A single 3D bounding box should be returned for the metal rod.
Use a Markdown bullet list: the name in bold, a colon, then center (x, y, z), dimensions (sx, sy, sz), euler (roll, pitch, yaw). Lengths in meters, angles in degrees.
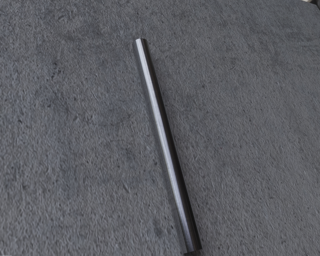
- **metal rod**: center (0.003, 0.005, 0.405), dimensions (0.025, 0.025, 0.299), euler (0, 62, -29)
